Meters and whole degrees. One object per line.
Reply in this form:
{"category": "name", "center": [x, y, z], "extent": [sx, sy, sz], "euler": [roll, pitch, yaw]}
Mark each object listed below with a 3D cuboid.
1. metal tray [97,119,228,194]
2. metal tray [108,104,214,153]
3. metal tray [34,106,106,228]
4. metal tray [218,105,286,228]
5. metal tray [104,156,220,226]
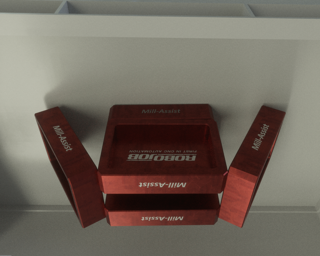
{"category": "metal tray", "center": [0.003, 0.029, 0.349], "extent": [0.131, 0.090, 0.030], "euler": [0, 130, -1]}
{"category": "metal tray", "center": [0.002, 0.013, 0.415], "extent": [0.131, 0.030, 0.089], "euler": [-1, 130, -1]}
{"category": "metal tray", "center": [-0.110, 0.044, 0.377], "extent": [0.030, 0.130, 0.089], "euler": [-22, 136, -24]}
{"category": "metal tray", "center": [0.113, 0.043, 0.378], "extent": [0.030, 0.131, 0.089], "euler": [20, 134, 22]}
{"category": "metal tray", "center": [0.002, 0.075, 0.388], "extent": [0.131, 0.090, 0.030], "euler": [0, 130, -1]}
